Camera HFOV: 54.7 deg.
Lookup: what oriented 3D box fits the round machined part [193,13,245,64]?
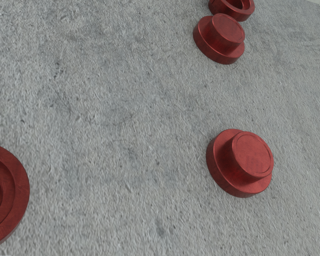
[{"bbox_3d":[0.112,-0.165,0.553,0.099,0.042,0.098,14,56,-21],"label":"round machined part"}]

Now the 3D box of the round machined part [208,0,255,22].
[{"bbox_3d":[0.136,-0.248,0.617,0.099,0.042,0.098,14,56,-21],"label":"round machined part"}]

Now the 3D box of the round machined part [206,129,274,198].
[{"bbox_3d":[0.117,0.043,0.429,0.099,0.042,0.098,14,56,-21],"label":"round machined part"}]

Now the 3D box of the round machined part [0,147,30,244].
[{"bbox_3d":[-0.167,0.062,0.265,0.099,0.042,0.098,14,56,-21],"label":"round machined part"}]
